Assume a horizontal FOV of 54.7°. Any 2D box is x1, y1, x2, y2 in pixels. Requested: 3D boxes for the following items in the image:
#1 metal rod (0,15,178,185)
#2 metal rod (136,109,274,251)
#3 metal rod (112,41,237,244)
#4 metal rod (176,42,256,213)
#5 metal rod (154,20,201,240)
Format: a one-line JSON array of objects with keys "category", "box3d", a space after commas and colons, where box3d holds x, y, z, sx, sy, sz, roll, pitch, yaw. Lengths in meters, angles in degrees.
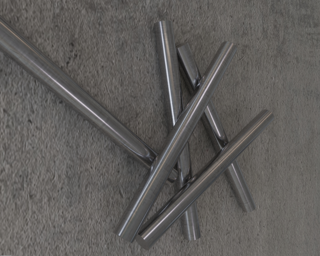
[{"category": "metal rod", "box3d": [-0.079, -0.023, 0.338, 0.300, 0.025, 0.025, 44, 64, -31]}, {"category": "metal rod", "box3d": [0.079, 0.055, 0.436, 0.302, 0.025, 0.025, -37, 113, -34]}, {"category": "metal rod", "box3d": [0.030, 0.001, 0.395, 0.025, 0.025, 0.300, 46, 63, -31]}, {"category": "metal rod", "box3d": [0.090, 0.012, 0.479, 0.025, 0.025, 0.299, -41, 115, -32]}, {"category": "metal rod", "box3d": [0.025, 0.008, 0.425, 0.025, 0.025, 0.298, -14, 99, -39]}]
